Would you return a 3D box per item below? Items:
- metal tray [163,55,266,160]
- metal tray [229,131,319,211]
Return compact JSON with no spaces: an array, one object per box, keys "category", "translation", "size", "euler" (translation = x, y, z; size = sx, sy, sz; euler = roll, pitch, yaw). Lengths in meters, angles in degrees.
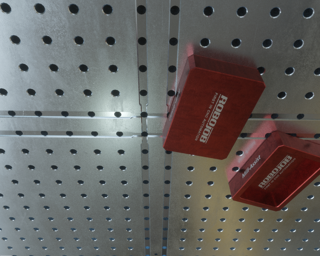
[{"category":"metal tray","translation":[0.062,-0.020,0.392],"size":[0.091,0.030,0.129],"euler":[11,129,-9]},{"category":"metal tray","translation":[0.176,0.070,0.468],"size":[0.091,0.030,0.129],"euler":[17,128,-14]}]
